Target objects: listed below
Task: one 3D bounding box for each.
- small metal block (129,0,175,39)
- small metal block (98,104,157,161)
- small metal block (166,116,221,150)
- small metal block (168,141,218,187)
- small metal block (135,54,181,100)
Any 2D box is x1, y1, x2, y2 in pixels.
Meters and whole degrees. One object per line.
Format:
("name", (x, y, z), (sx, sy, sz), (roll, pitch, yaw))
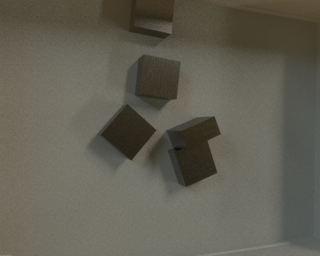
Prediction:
("small metal block", (-0.011, -0.149, 0.406), (0.050, 0.025, 0.050), (6, 88, -20))
("small metal block", (-0.042, 0.005, 0.395), (0.050, 0.025, 0.050), (43, 77, -15))
("small metal block", (0.044, 0.006, 0.413), (0.050, 0.050, 0.025), (-23, 98, -19))
("small metal block", (0.045, 0.047, 0.427), (0.050, 0.025, 0.050), (-20, 97, -19))
("small metal block", (-0.003, -0.065, 0.409), (0.050, 0.025, 0.050), (7, 88, -20))
